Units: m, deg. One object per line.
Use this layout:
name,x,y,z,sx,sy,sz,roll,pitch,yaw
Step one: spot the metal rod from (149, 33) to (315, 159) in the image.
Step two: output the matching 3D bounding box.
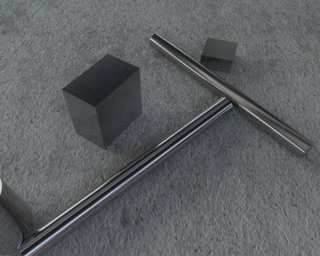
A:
metal rod,0.087,-0.061,0.455,0.025,0.025,0.300,-32,57,-24

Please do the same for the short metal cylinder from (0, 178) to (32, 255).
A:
short metal cylinder,-0.173,0.089,0.295,0.080,0.050,0.080,-12,41,11

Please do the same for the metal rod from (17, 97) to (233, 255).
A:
metal rod,-0.020,0.045,0.365,0.302,0.025,0.025,-35,58,-26

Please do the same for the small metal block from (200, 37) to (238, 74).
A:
small metal block,0.096,-0.119,0.504,0.050,0.025,0.050,14,51,11

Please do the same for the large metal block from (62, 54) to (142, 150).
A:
large metal block,-0.068,-0.033,0.394,0.050,0.080,0.080,27,55,21
